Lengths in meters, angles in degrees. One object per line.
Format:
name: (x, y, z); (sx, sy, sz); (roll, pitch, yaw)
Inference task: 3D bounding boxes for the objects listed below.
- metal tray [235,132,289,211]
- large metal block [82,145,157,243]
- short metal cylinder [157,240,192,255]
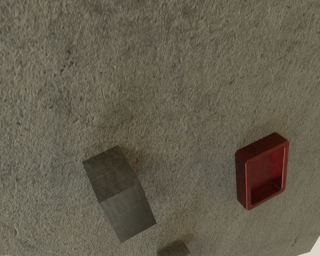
metal tray: (0.182, 0.080, 0.555); (0.091, 0.030, 0.129); (-24, 127, -14)
large metal block: (-0.052, 0.083, 0.395); (0.050, 0.080, 0.080); (-26, 128, -13)
short metal cylinder: (0.034, 0.247, 0.545); (0.050, 0.080, 0.080); (-25, 128, -13)
